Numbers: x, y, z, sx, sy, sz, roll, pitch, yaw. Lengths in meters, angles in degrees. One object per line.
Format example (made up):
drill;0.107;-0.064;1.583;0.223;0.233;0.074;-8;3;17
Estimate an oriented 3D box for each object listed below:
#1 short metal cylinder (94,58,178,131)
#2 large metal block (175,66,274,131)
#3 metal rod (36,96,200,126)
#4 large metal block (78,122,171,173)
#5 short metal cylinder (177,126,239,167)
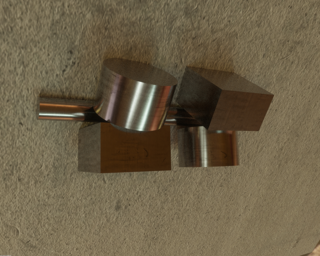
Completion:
short metal cylinder;-0.027;-0.038;0.334;0.081;0.080;0.050;3;117;-30
large metal block;0.079;-0.038;0.392;0.081;0.080;0.050;1;118;-29
metal rod;0.002;-0.016;0.402;0.303;0.025;0.025;2;118;-30
large metal block;-0.043;0.024;0.356;0.081;0.080;0.050;2;83;-30
short metal cylinder;0.064;0.026;0.416;0.081;0.080;0.050;2;83;-29
